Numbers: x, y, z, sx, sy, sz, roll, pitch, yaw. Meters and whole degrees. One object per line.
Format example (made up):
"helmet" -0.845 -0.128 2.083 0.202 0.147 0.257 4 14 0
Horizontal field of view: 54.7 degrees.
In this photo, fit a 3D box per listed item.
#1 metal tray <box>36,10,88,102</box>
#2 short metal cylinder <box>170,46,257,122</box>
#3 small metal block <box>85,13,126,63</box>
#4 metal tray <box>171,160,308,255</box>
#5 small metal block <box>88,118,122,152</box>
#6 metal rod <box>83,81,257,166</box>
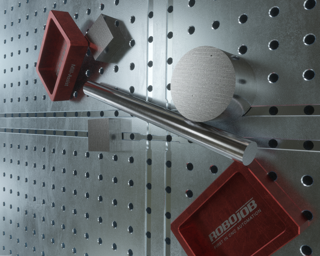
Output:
"metal tray" -0.172 -0.120 0.531 0.090 0.030 0.129 55 133 25
"short metal cylinder" 0.059 -0.046 0.345 0.080 0.050 0.080 0 90 40
"small metal block" -0.086 -0.138 0.481 0.050 0.025 0.050 -41 65 32
"metal tray" 0.079 0.107 0.340 0.129 0.030 0.090 -52 60 27
"small metal block" -0.086 0.011 0.481 0.050 0.025 0.050 -3 88 40
"metal rod" -0.013 -0.020 0.402 0.300 0.025 0.025 24 105 43
